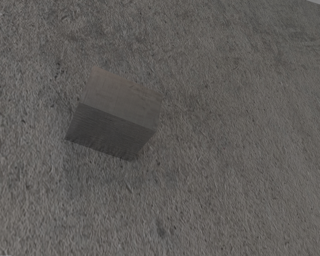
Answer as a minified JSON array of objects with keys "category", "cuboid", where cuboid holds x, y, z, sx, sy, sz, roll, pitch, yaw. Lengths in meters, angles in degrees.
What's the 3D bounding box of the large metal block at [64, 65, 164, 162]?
[{"category":"large metal block","cuboid":[-0.053,-0.012,0.347,0.080,0.080,0.050,21,54,-16]}]
